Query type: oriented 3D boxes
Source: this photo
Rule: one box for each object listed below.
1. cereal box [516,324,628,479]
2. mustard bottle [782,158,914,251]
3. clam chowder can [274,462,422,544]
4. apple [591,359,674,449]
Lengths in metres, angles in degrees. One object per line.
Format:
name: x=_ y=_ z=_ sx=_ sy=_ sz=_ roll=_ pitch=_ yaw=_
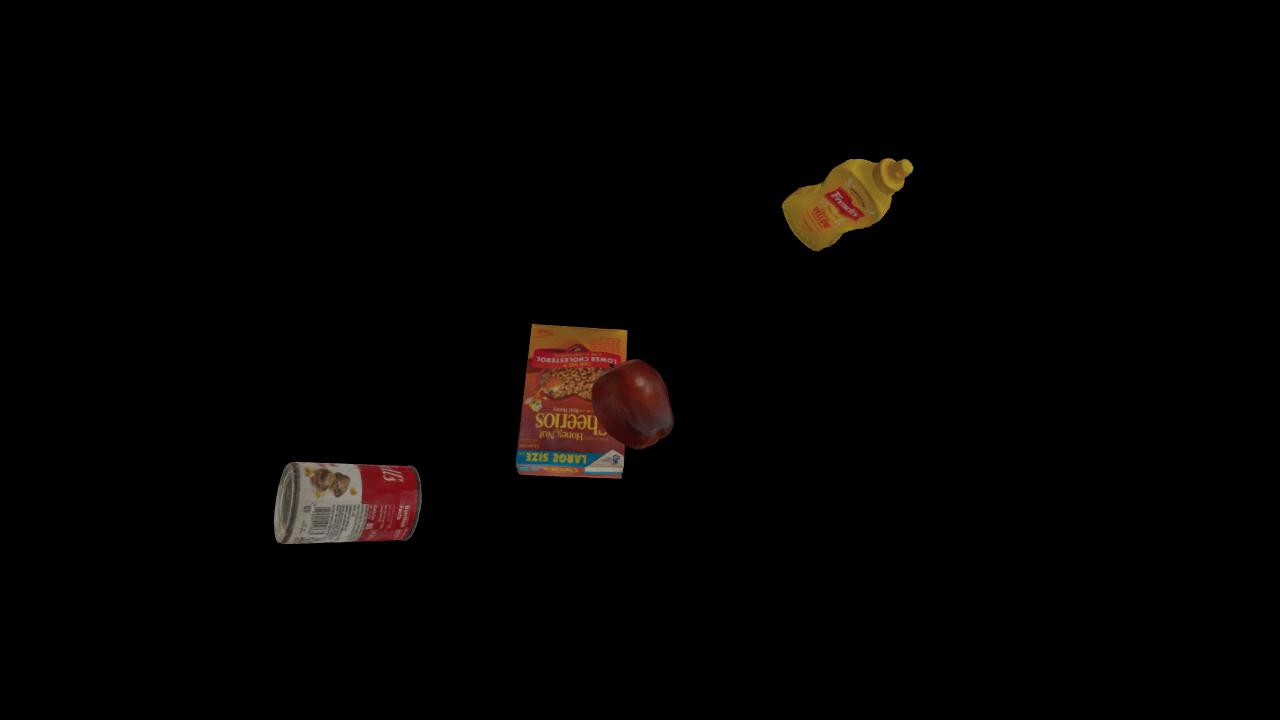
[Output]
cereal box: x=-0.129 y=0.079 z=1.226 sx=0.203 sy=0.306 sz=0.081 roll=4 pitch=-29 yaw=-4
mustard bottle: x=0.276 y=-0.213 z=0.806 sx=0.054 sy=0.092 sz=0.184 roll=-38 pitch=8 yaw=-29
clam chowder can: x=-0.252 y=0.124 z=0.532 sx=0.102 sy=0.068 sz=0.068 roll=10 pitch=-6 yaw=-39
apple: x=-0.007 y=0.043 z=0.624 sx=0.079 sy=0.093 sz=0.079 roll=-27 pitch=-13 yaw=-7
